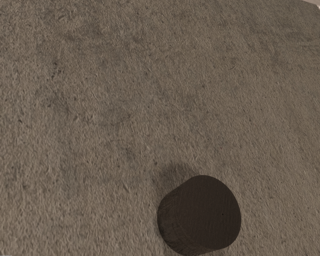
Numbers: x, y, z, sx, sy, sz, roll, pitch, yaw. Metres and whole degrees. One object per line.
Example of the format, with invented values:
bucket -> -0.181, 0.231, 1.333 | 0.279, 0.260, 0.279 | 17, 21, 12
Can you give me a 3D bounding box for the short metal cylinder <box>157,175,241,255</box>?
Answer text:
short metal cylinder -> 0.044, 0.100, 0.352 | 0.081, 0.050, 0.080 | 14, 56, -21
